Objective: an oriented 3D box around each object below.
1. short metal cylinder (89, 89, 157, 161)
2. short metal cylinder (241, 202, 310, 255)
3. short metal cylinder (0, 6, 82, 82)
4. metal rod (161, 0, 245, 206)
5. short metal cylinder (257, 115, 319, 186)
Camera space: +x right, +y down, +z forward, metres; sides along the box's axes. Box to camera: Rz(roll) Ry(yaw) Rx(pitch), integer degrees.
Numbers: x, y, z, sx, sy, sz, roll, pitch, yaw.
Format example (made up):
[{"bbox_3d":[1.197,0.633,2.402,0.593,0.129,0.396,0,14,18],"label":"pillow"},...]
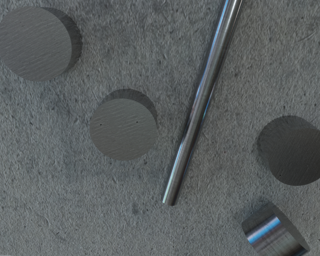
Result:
[{"bbox_3d":[-0.044,-0.005,0.394,0.081,0.050,0.079,0,110,0],"label":"short metal cylinder"},{"bbox_3d":[0.162,0.152,0.438,0.080,0.080,0.050,43,105,-14],"label":"short metal cylinder"},{"bbox_3d":[-0.136,-0.098,0.359,0.081,0.050,0.079,0,110,0],"label":"short metal cylinder"},{"bbox_3d":[0.052,-0.030,0.399,0.025,0.025,0.298,14,109,-5],"label":"metal rod"},{"bbox_3d":[0.176,0.029,0.409,0.081,0.050,0.079,0,110,0],"label":"short metal cylinder"}]
